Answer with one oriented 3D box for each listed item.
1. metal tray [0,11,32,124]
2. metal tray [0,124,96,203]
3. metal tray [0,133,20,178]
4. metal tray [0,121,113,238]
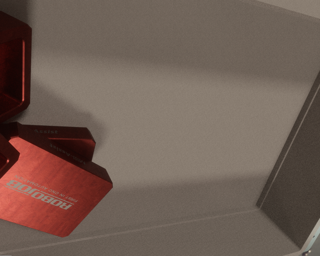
[{"bbox_3d":[-0.158,-0.030,0.237,0.131,0.030,0.089,-49,164,-51],"label":"metal tray"},{"bbox_3d":[-0.148,0.042,0.352,0.131,0.030,0.089,3,117,-30],"label":"metal tray"},{"bbox_3d":[-0.168,0.045,0.211,0.130,0.030,0.090,-53,166,-24],"label":"metal tray"},{"bbox_3d":[-0.128,0.062,0.335,0.090,0.030,0.130,-48,129,5],"label":"metal tray"}]
